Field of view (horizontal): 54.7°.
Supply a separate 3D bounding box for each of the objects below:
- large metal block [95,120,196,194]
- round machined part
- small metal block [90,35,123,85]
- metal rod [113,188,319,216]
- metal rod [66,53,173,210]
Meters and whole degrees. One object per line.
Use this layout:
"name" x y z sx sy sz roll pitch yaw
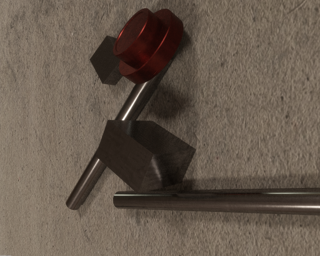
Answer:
"large metal block" -0.017 0.031 0.381 0.080 0.081 0.050 34 111 34
"round machined part" -0.021 -0.106 0.382 0.098 0.042 0.098 -34 39 34
"small metal block" -0.073 -0.100 0.463 0.050 0.025 0.050 -44 64 31
"metal rod" 0.056 0.084 0.357 0.300 0.025 0.025 -10 84 39
"metal rod" -0.070 0.017 0.460 0.025 0.025 0.298 49 118 28
